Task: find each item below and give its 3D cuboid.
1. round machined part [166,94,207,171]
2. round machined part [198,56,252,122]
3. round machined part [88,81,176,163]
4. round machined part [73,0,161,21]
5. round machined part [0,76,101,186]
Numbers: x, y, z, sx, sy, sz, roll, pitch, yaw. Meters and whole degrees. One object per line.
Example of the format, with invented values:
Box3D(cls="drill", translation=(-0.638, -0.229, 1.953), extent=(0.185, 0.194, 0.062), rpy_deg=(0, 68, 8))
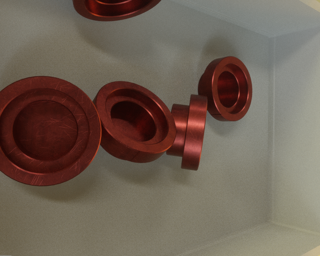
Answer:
Box3D(cls="round machined part", translation=(0.033, 0.004, 0.403), extent=(0.098, 0.042, 0.097), rpy_deg=(5, 93, -85))
Box3D(cls="round machined part", translation=(0.097, -0.059, 0.479), extent=(0.099, 0.042, 0.097), rpy_deg=(0, 90, -40))
Box3D(cls="round machined part", translation=(-0.034, -0.002, 0.349), extent=(0.099, 0.042, 0.098), rpy_deg=(22, 44, -22))
Box3D(cls="round machined part", translation=(-0.045, -0.154, 0.324), extent=(0.099, 0.098, 0.042), rpy_deg=(-11, 85, -40))
Box3D(cls="round machined part", translation=(-0.107, 0.002, 0.292), extent=(0.099, 0.042, 0.097), rpy_deg=(-1, 93, -16))
